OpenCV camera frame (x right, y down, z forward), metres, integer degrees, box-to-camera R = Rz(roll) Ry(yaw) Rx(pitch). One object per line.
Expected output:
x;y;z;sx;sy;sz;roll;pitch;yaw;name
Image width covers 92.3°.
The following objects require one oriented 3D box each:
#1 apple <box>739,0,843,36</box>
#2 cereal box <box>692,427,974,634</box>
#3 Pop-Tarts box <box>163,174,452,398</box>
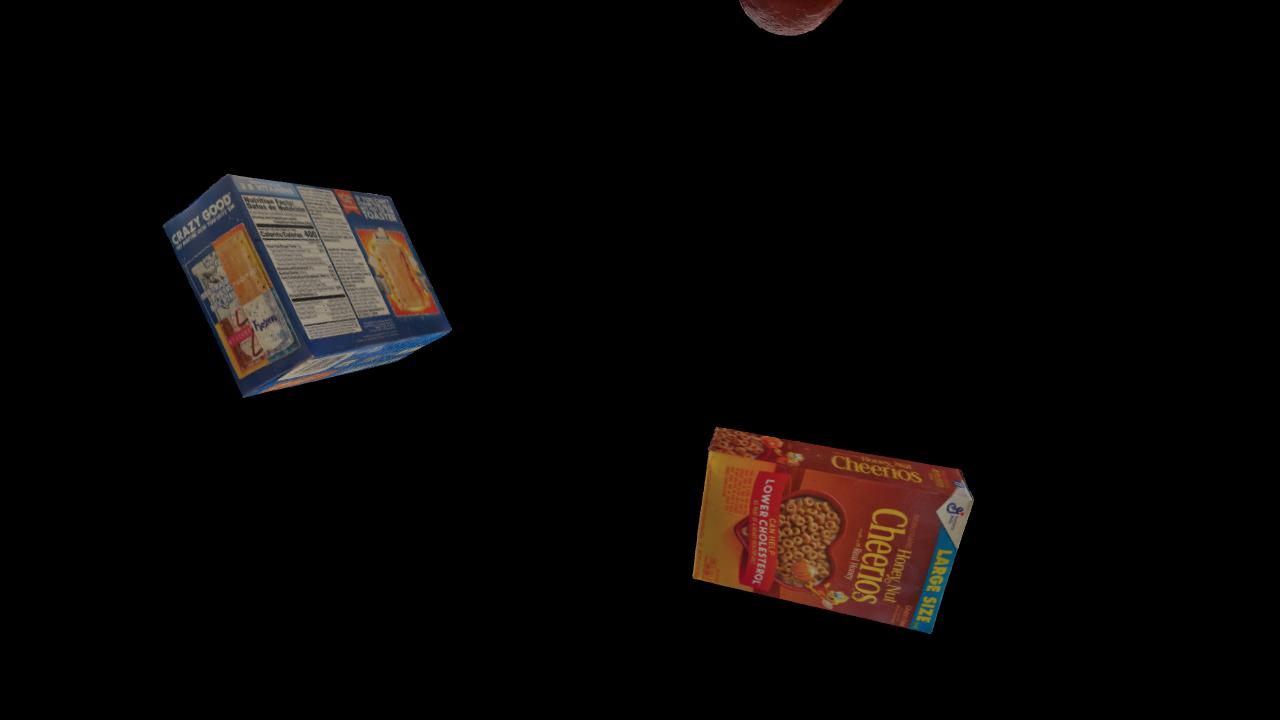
0.106;-0.263;0.411;0.079;0.079;0.093;0;13;-25;apple
0.229;0.212;0.778;0.306;0.203;0.081;10;24;12;cereal box
-0.260;-0.062;0.508;0.083;0.141;0.167;-24;2;19;Pop-Tarts box
